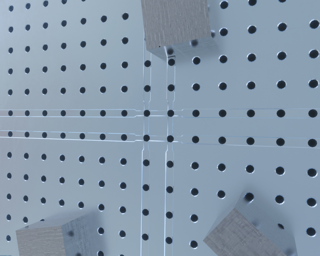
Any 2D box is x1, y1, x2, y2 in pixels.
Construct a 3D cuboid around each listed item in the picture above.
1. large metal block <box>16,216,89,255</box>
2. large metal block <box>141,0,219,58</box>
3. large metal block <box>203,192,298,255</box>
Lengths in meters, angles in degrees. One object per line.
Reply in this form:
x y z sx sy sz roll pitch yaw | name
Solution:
-0.155 0.179 0.455 0.080 0.050 0.080 -12 86 19 | large metal block
0.025 -0.140 0.391 0.080 0.050 0.080 -7 88 20 | large metal block
0.103 0.125 0.347 0.080 0.080 0.050 42 103 15 | large metal block
